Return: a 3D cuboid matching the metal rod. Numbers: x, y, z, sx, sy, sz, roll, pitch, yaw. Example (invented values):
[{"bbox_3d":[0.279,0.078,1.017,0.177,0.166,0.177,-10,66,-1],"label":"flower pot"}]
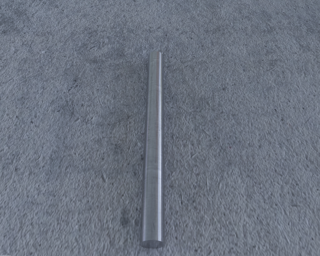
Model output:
[{"bbox_3d":[-0.007,0.001,0.404,0.025,0.025,0.300,0,50,0],"label":"metal rod"}]
